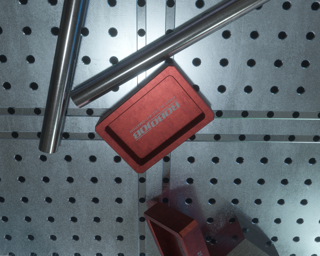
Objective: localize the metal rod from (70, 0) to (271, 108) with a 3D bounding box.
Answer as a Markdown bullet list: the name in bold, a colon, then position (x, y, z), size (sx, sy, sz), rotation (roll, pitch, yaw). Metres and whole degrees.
- **metal rod**: position (0.023, -0.106, 0.374), size (0.301, 0.025, 0.025), rotation (-28, 108, 9)

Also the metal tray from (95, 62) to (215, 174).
- **metal tray**: position (-0.007, -0.011, 0.406), size (0.130, 0.030, 0.090), rotation (-38, 106, 12)

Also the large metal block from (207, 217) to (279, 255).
- **large metal block**: position (0.125, 0.198, 0.475), size (0.080, 0.050, 0.080), rotation (37, 106, -13)

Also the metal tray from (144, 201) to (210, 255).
- **metal tray**: position (0.032, 0.177, 0.444), size (0.030, 0.090, 0.129), rotation (-31, 112, -29)

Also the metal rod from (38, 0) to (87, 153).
- **metal rod**: position (-0.110, -0.106, 0.372), size (0.025, 0.025, 0.298), rotation (15, 109, -6)
